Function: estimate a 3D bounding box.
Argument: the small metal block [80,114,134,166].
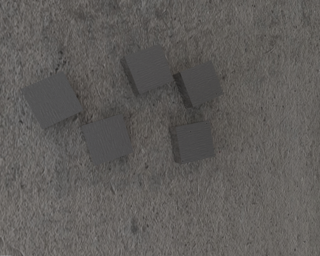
[{"bbox_3d":[-0.066,0.014,0.384,0.050,0.025,0.050,-19,96,-19],"label":"small metal block"}]

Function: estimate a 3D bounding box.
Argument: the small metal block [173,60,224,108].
[{"bbox_3d":[0.053,-0.060,0.428,0.050,0.025,0.050,-24,98,-19],"label":"small metal block"}]

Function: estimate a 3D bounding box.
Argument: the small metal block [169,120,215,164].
[{"bbox_3d":[0.044,0.019,0.425,0.050,0.025,0.050,-11,94,-20],"label":"small metal block"}]

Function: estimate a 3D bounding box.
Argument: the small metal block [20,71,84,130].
[{"bbox_3d":[-0.126,-0.032,0.362,0.050,0.025,0.050,-28,100,-18],"label":"small metal block"}]

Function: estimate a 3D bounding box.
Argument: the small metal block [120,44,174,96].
[{"bbox_3d":[-0.017,-0.075,0.402,0.050,0.025,0.050,-24,98,-19],"label":"small metal block"}]
